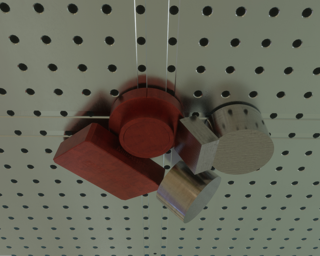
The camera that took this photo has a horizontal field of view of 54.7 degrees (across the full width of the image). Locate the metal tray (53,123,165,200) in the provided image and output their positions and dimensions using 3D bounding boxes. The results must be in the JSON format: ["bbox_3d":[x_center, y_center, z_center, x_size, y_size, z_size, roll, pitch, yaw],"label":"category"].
[{"bbox_3d":[-0.069,0.053,0.433,0.130,0.030,0.090,37,136,-28],"label":"metal tray"}]

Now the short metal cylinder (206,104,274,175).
[{"bbox_3d":[0.101,0.016,0.405,0.081,0.050,0.079,0,130,0],"label":"short metal cylinder"}]

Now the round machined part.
[{"bbox_3d":[-0.016,0.001,0.395,0.099,0.042,0.097,0,130,0],"label":"round machined part"}]

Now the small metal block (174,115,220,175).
[{"bbox_3d":[0.044,0.020,0.384,0.025,0.050,0.050,-15,134,-25],"label":"small metal block"}]

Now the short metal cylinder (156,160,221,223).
[{"bbox_3d":[0.041,0.086,0.436,0.050,0.081,0.079,37,135,26],"label":"short metal cylinder"}]
